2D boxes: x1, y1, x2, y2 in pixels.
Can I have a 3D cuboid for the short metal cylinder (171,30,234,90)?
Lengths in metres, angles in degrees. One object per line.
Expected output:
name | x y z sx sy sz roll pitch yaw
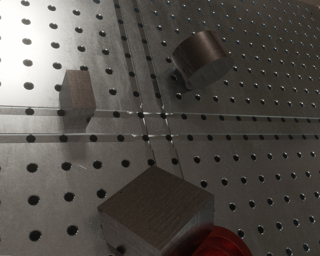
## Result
short metal cylinder | 0.065 -0.102 0.472 0.081 0.080 0.050 -14 69 -34

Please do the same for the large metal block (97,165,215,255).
large metal block | -0.002 0.091 0.311 0.080 0.050 0.081 22 40 36

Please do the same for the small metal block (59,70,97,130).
small metal block | -0.097 -0.032 0.360 0.025 0.050 0.050 -3 63 -30

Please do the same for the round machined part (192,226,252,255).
round machined part | 0.054 0.159 0.331 0.099 0.042 0.098 14 56 -21
